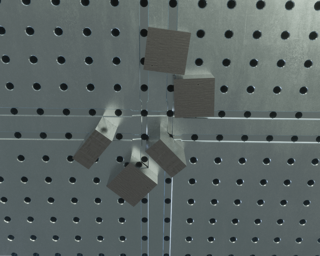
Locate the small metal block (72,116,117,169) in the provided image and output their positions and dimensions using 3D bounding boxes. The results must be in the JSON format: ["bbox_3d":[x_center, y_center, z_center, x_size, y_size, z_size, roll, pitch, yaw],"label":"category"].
[{"bbox_3d":[-0.084,0.018,0.406,0.025,0.050,0.050,38,106,-13],"label":"small metal block"}]

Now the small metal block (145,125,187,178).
[{"bbox_3d":[0.008,0.030,0.411,0.025,0.050,0.050,-40,105,13],"label":"small metal block"}]

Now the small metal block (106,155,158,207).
[{"bbox_3d":[-0.039,0.075,0.441,0.050,0.025,0.050,41,105,-14],"label":"small metal block"}]

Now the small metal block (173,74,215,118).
[{"bbox_3d":[0.043,-0.041,0.398,0.050,0.025,0.050,-2,110,0],"label":"small metal block"}]

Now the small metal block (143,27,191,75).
[{"bbox_3d":[0.008,-0.095,0.379,0.050,0.025,0.050,7,110,-3],"label":"small metal block"}]
